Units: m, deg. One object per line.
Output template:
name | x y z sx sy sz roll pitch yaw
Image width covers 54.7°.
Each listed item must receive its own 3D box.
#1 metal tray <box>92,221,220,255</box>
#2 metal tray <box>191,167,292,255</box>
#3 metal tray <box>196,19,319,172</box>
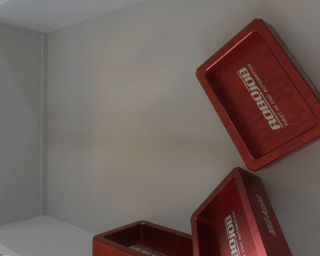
metal tray | -0.006 0.149 0.369 0.130 0.091 0.030 2 92 40
metal tray | 0.070 0.109 0.292 0.090 0.030 0.130 -55 15 25
metal tray | 0.103 -0.033 0.318 0.090 0.030 0.130 -39 67 33
